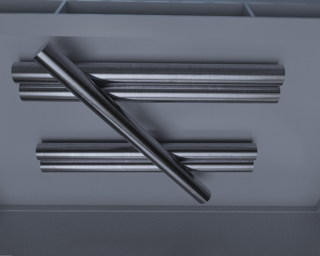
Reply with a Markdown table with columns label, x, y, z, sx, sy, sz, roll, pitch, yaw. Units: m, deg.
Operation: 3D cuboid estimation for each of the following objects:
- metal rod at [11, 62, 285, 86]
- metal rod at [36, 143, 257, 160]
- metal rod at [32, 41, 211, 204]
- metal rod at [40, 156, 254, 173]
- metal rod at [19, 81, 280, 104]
| label | x | y | z | sx | sy | sz | roll | pitch | yaw |
| --- | --- | --- | --- | --- | --- | --- | --- | --- | --- |
| metal rod | -0.012 | -0.062 | 0.354 | 0.302 | 0.025 | 0.025 | 0 | 130 | -1 |
| metal rod | -0.018 | 0.033 | 0.434 | 0.302 | 0.025 | 0.025 | 0 | 130 | -1 |
| metal rod | -0.026 | 0.012 | 0.385 | 0.025 | 0.025 | 0.300 | -31 | 124 | 23 |
| metal rod | -0.018 | 0.052 | 0.451 | 0.302 | 0.025 | 0.025 | 0 | 130 | -1 |
| metal rod | -0.011 | -0.043 | 0.370 | 0.302 | 0.025 | 0.025 | 0 | 130 | -1 |
